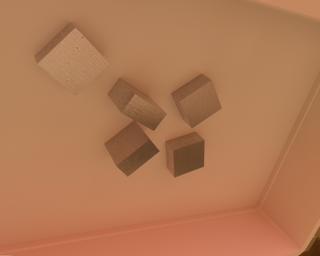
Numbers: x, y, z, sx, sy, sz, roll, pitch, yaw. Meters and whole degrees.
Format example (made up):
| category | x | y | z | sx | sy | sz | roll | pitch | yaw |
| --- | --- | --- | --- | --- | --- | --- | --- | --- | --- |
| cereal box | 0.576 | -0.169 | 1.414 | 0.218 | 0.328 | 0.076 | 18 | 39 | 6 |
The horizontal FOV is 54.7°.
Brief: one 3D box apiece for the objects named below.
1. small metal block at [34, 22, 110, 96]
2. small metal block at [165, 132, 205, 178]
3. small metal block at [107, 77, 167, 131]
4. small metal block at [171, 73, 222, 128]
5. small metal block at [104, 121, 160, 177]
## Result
| category | x | y | z | sx | sy | sz | roll | pitch | yaw |
| --- | --- | --- | --- | --- | --- | --- | --- | --- | --- |
| small metal block | -0.089 | -0.070 | 0.317 | 0.050 | 0.025 | 0.050 | -44 | 130 | 2 |
| small metal block | 0.037 | 0.039 | 0.455 | 0.050 | 0.025 | 0.050 | -17 | 126 | -19 |
| small metal block | -0.027 | -0.028 | 0.362 | 0.050 | 0.050 | 0.025 | 30 | 102 | -38 |
| small metal block | 0.049 | -0.036 | 0.415 | 0.050 | 0.025 | 0.050 | -34 | 129 | -6 |
| small metal block | -0.036 | 0.024 | 0.389 | 0.050 | 0.050 | 0.025 | -39 | 130 | -2 |
